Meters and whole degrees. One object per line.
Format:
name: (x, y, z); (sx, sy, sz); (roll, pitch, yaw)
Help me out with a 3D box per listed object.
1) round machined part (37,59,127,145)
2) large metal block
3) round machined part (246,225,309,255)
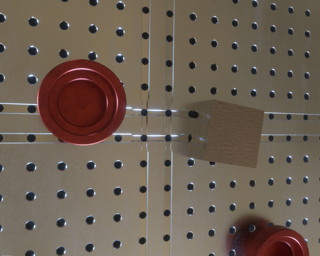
round machined part: (-0.093, -0.029, 0.369); (0.099, 0.042, 0.097); (0, 90, -20)
large metal block: (0.092, 0.009, 0.433); (0.081, 0.050, 0.080); (10, 87, -20)
round machined part: (0.171, 0.195, 0.467); (0.099, 0.042, 0.097); (0, 90, -20)
